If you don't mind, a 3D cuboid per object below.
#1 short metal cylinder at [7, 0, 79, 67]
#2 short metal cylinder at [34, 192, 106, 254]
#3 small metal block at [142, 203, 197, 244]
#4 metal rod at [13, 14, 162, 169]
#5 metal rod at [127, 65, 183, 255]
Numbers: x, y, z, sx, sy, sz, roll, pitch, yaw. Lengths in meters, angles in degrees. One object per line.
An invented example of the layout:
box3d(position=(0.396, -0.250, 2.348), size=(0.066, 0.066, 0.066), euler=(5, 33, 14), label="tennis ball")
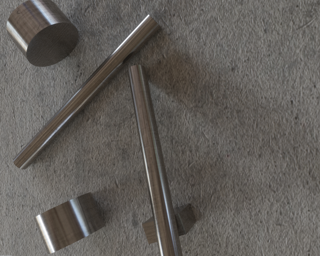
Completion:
box3d(position=(-0.164, -0.133, 0.438), size=(0.080, 0.080, 0.050), euler=(-44, 77, 15), label="short metal cylinder")
box3d(position=(-0.122, 0.128, 0.423), size=(0.080, 0.080, 0.050), euler=(-29, 81, 18), label="short metal cylinder")
box3d(position=(0.013, 0.120, 0.391), size=(0.050, 0.050, 0.025), euler=(-22, 83, 19), label="small metal block")
box3d(position=(-0.113, -0.044, 0.448), size=(0.299, 0.025, 0.025), euler=(-43, 77, 14), label="metal rod")
box3d(position=(-0.004, 0.058, 0.370), size=(0.025, 0.025, 0.299), euler=(-19, 69, 19), label="metal rod")
